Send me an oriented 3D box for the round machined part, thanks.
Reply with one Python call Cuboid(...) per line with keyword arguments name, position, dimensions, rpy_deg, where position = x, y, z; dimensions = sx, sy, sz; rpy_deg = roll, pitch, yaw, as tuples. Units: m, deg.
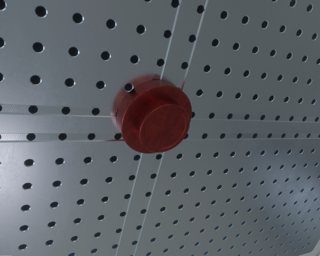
Cuboid(name="round machined part", position=(-0.002, -0.008, 0.394), dimensions=(0.099, 0.042, 0.097), rpy_deg=(-14, 124, -21))
